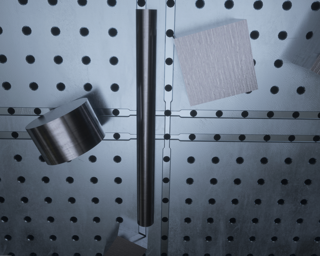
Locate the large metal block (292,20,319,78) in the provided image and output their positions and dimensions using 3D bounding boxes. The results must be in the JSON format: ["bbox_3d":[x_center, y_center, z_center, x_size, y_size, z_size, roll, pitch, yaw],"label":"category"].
[{"bbox_3d":[0.224,-0.092,0.369,0.080,0.050,0.080,25,108,-9],"label":"large metal block"}]

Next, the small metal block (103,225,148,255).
[{"bbox_3d":[-0.054,0.187,0.482,0.050,0.025,0.050,29,107,-11],"label":"small metal block"}]

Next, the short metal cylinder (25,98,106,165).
[{"bbox_3d":[-0.115,0.003,0.384,0.080,0.080,0.050,-21,109,7],"label":"short metal cylinder"}]

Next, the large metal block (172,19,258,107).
[{"bbox_3d":[0.064,-0.080,0.372,0.080,0.050,0.080,-14,110,5],"label":"large metal block"}]

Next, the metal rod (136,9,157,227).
[{"bbox_3d":[-0.019,0.001,0.413,0.025,0.025,0.298,1,110,-1],"label":"metal rod"}]
